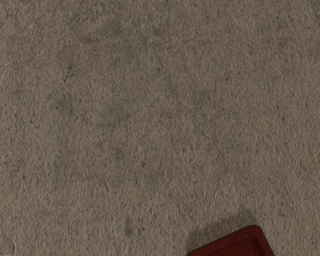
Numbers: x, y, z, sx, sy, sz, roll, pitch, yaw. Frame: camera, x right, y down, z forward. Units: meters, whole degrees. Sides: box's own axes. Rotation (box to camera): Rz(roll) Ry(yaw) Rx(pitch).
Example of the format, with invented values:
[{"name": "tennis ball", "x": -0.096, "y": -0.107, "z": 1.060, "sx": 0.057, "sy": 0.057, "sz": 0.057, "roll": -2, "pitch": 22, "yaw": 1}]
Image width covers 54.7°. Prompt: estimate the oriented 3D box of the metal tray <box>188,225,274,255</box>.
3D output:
[{"name": "metal tray", "x": 0.095, "y": 0.185, "z": 0.339, "sx": 0.091, "sy": 0.030, "sz": 0.130, "roll": -21, "pitch": 72, "yaw": -8}]
